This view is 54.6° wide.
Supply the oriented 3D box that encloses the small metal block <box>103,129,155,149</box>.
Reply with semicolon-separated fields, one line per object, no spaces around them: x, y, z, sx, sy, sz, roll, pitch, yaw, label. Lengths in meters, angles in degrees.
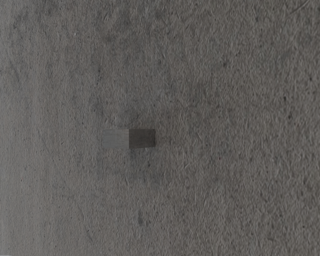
-0.042;0.014;0.425;0.050;0.050;0.025;0;90;40;small metal block
